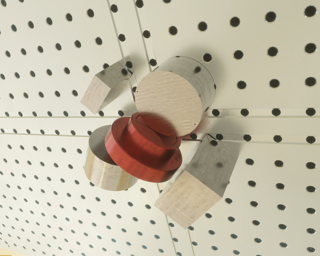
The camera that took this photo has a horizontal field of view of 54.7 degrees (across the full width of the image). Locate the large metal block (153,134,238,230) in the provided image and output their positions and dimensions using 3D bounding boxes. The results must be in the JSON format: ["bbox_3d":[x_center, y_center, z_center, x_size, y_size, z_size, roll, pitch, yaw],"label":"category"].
[{"bbox_3d":[0.046,0.067,0.392,0.050,0.080,0.080,37,129,3],"label":"large metal block"}]

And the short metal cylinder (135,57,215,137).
[{"bbox_3d":[0.018,-0.037,0.361,0.080,0.050,0.079,13,124,20],"label":"short metal cylinder"}]

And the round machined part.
[{"bbox_3d":[-0.014,0.017,0.381,0.098,0.098,0.042,35,117,4],"label":"round machined part"}]

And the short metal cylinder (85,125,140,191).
[{"bbox_3d":[-0.061,0.040,0.431,0.080,0.080,0.050,27,128,10],"label":"short metal cylinder"}]

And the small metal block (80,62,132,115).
[{"bbox_3d":[-0.069,-0.051,0.398,0.025,0.050,0.050,41,129,0],"label":"small metal block"}]
